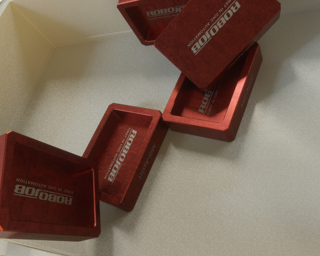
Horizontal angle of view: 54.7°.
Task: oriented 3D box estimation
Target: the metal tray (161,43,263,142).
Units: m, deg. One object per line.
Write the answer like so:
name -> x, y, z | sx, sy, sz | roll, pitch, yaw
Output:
metal tray -> 0.068, -0.052, 0.397 | 0.090, 0.030, 0.130 | 11, 67, 32

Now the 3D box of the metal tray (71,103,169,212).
metal tray -> -0.053, 0.033, 0.407 | 0.090, 0.030, 0.130 | 12, 67, 32

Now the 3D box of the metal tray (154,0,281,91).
metal tray -> 0.068, -0.121, 0.381 | 0.090, 0.030, 0.130 | 46, 101, 14

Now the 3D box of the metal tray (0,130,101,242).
metal tray -> -0.115, 0.066, 0.319 | 0.030, 0.130, 0.090 | -20, 62, 22

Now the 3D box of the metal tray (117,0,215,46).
metal tray -> 0.014, -0.169, 0.459 | 0.130, 0.090, 0.030 | 1, 63, 28
